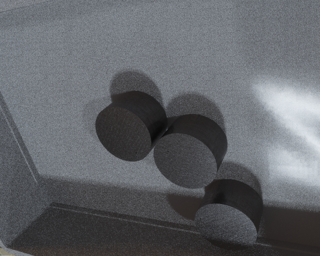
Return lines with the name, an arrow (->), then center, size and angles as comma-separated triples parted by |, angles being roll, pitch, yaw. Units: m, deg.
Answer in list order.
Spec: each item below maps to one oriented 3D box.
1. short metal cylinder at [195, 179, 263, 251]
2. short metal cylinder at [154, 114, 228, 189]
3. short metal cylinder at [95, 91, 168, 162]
short metal cylinder -> 0.093, 0.116, 0.414 | 0.080, 0.050, 0.079 | 13, 124, 20
short metal cylinder -> 0.039, 0.029, 0.389 | 0.080, 0.050, 0.079 | 13, 124, 20
short metal cylinder -> -0.037, -0.003, 0.409 | 0.080, 0.050, 0.079 | 13, 124, 20
